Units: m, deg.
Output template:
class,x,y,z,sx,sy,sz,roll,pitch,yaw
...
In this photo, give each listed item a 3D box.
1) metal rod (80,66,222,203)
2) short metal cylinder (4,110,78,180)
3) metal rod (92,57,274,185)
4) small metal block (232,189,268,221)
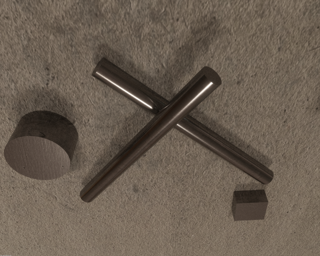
class,x,y,z,sx,sy,sz,roll,pitch,yaw
metal rod,-0.032,0.028,0.406,0.025,0.025,0.299,28,132,-22
short metal cylinder,-0.154,0.024,0.409,0.081,0.050,0.079,0,130,0
metal rod,0.047,0.003,0.410,0.301,0.025,0.025,32,123,-25
small metal block,0.150,0.130,0.521,0.050,0.025,0.050,-4,130,2
